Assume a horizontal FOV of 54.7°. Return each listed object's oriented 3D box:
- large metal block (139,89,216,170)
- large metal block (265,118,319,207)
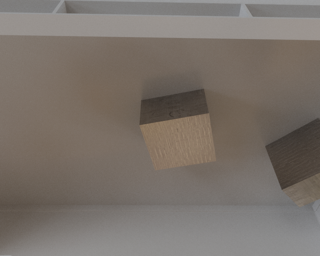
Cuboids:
[{"bbox_3d":[0.024,0.003,0.396,0.080,0.050,0.080,-10,130,8],"label":"large metal block"},{"bbox_3d":[0.200,0.046,0.416,0.080,0.080,0.050,-34,123,25],"label":"large metal block"}]
